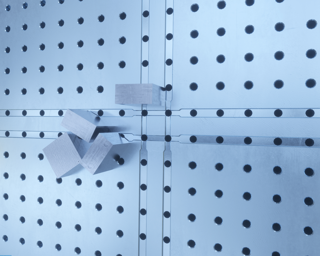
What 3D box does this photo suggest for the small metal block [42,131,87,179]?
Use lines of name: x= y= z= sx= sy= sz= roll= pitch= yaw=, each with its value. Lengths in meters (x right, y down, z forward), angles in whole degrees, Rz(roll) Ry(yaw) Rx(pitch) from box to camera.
small metal block: x=-0.138 y=0.039 z=0.460 sx=0.050 sy=0.025 sz=0.050 roll=-34 pitch=79 yaw=16

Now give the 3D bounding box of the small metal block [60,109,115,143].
small metal block: x=-0.100 y=-0.003 z=0.433 sx=0.050 sy=0.050 sz=0.025 roll=29 pitch=100 yaw=17

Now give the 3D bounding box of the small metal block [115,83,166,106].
small metal block: x=-0.025 y=-0.043 z=0.407 sx=0.050 sy=0.050 sz=0.025 roll=2 pitch=91 yaw=19

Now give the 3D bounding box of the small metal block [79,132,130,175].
small metal block: x=-0.074 y=0.034 z=0.424 sx=0.025 sy=0.050 sz=0.050 roll=38 pitch=102 yaw=15
